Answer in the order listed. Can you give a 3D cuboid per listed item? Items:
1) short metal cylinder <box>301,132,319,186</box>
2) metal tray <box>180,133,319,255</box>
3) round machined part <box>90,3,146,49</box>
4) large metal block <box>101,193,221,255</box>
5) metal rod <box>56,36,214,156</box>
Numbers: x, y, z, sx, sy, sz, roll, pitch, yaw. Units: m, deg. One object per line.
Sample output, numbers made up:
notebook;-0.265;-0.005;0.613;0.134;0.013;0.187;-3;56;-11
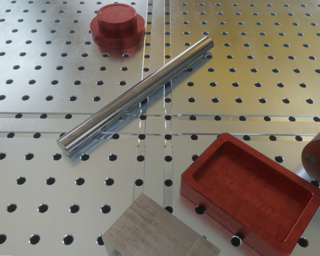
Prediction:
short metal cylinder;0.210;0.033;0.347;0.050;0.080;0.080;-35;59;-26
metal tray;0.099;0.071;0.345;0.130;0.030;0.090;34;58;25
round machined part;-0.076;-0.187;0.553;0.099;0.042;0.098;0;50;0
large metal block;0.000;0.116;0.274;0.080;0.080;0.050;31;57;23
metal rod;-0.019;-0.060;0.457;0.025;0.025;0.302;35;58;25
